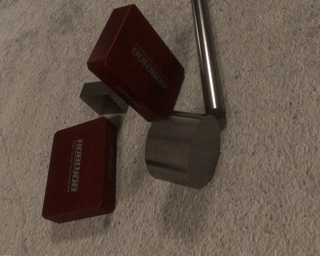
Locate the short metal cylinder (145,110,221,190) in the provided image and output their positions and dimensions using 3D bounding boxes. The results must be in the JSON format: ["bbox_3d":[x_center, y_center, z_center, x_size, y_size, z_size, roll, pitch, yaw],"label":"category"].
[{"bbox_3d":[0.027,0.022,0.340,0.050,0.080,0.080,9,66,32],"label":"short metal cylinder"}]

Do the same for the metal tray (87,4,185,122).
[{"bbox_3d":[-0.023,-0.075,0.391,0.030,0.130,0.090,2,63,37],"label":"metal tray"}]

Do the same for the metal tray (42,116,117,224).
[{"bbox_3d":[-0.106,0.055,0.421,0.090,0.030,0.130,-16,55,18],"label":"metal tray"}]

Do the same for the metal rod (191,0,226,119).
[{"bbox_3d":[0.064,-0.144,0.457,0.025,0.025,0.299,-15,56,20],"label":"metal rod"}]

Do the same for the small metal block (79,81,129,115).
[{"bbox_3d":[-0.080,-0.044,0.455,0.050,0.050,0.025,-2,61,27],"label":"small metal block"}]
